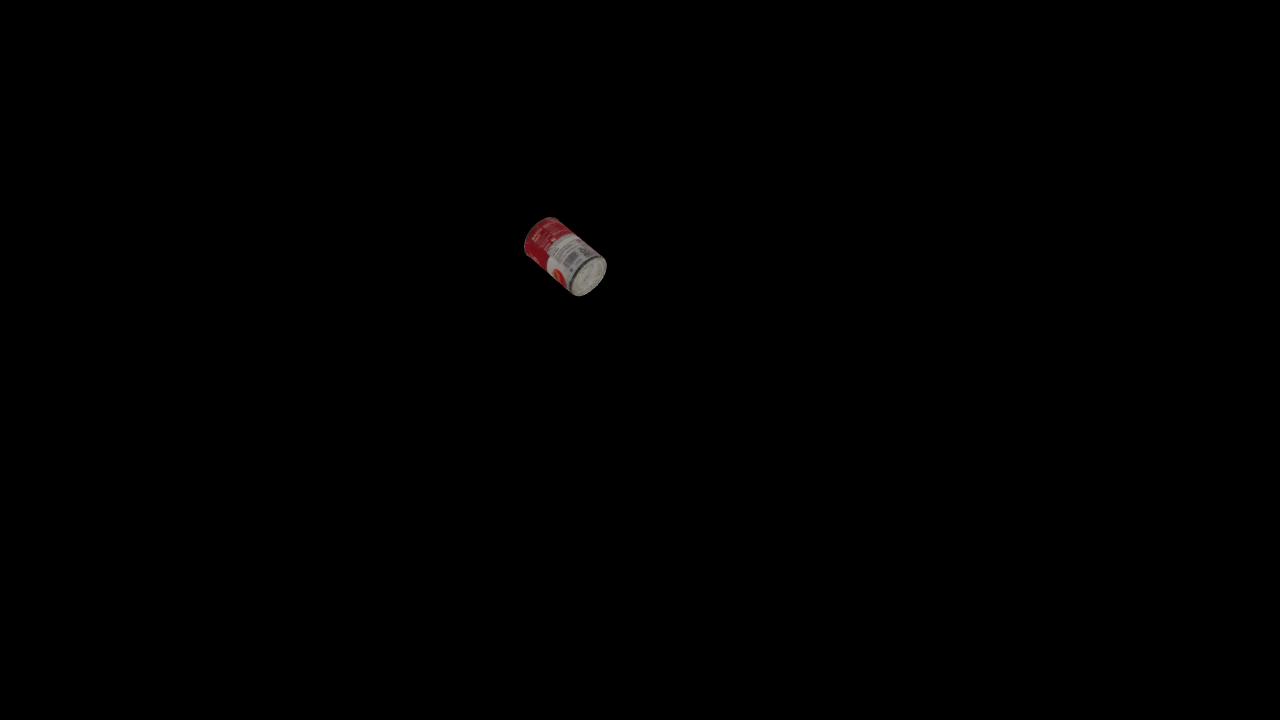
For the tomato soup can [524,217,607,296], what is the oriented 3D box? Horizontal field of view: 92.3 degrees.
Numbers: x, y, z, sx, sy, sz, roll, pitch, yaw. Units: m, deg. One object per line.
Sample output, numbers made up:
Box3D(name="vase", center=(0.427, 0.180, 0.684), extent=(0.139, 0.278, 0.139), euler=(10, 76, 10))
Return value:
Box3D(name="tomato soup can", center=(-0.102, -0.143, 0.853), extent=(0.101, 0.068, 0.068), euler=(41, 17, 21))
